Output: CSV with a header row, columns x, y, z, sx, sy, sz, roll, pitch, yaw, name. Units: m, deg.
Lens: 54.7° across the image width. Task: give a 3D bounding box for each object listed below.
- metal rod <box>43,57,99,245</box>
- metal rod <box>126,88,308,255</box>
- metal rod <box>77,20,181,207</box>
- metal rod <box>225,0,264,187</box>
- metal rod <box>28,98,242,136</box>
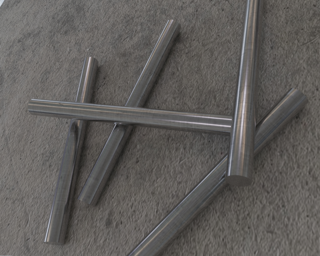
x,y,z,sx,sy,sz,roll,pitch,yaw,name
-0.125,0.015,0.460,0.025,0.025,0.299,-11,57,22,metal rod
0.048,0.070,0.335,0.300,0.025,0.025,-45,51,-3,metal rod
-0.036,-0.034,0.443,0.025,0.025,0.300,11,67,33,metal rod
0.107,-0.073,0.372,0.025,0.025,0.300,-3,54,26,metal rod
-0.045,-0.016,0.407,0.301,0.025,0.025,6,64,20,metal rod
